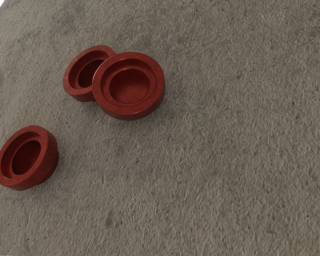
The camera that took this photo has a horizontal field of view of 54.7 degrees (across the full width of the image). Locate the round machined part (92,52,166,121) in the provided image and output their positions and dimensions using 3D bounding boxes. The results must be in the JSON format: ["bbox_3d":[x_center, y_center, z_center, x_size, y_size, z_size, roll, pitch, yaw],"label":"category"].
[{"bbox_3d":[-0.041,-0.054,0.434,0.099,0.042,0.098,-2,67,4],"label":"round machined part"}]

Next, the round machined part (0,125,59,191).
[{"bbox_3d":[-0.193,0.048,0.466,0.098,0.042,0.098,-13,56,21],"label":"round machined part"}]

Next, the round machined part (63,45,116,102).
[{"bbox_3d":[-0.103,-0.082,0.497,0.098,0.042,0.098,-13,56,21],"label":"round machined part"}]
